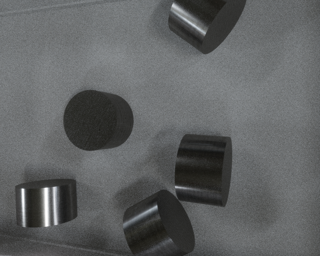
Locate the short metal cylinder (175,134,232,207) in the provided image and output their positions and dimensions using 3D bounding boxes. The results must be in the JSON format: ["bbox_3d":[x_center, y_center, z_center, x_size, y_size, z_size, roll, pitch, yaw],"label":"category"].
[{"bbox_3d":[0.053,0.048,0.362,0.050,0.080,0.079,4,91,20],"label":"short metal cylinder"}]

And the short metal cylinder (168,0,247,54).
[{"bbox_3d":[0.055,-0.134,0.362,0.050,0.080,0.080,40,103,15],"label":"short metal cylinder"}]

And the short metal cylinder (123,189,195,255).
[{"bbox_3d":[0.000,0.123,0.381,0.050,0.080,0.080,-32,80,17],"label":"short metal cylinder"}]

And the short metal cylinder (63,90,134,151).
[{"bbox_3d":[-0.084,-0.010,0.427,0.080,0.050,0.080,0,90,20],"label":"short metal cylinder"}]

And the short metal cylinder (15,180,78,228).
[{"bbox_3d":[-0.159,0.103,0.437,0.080,0.080,0.050,-3,89,20],"label":"short metal cylinder"}]
